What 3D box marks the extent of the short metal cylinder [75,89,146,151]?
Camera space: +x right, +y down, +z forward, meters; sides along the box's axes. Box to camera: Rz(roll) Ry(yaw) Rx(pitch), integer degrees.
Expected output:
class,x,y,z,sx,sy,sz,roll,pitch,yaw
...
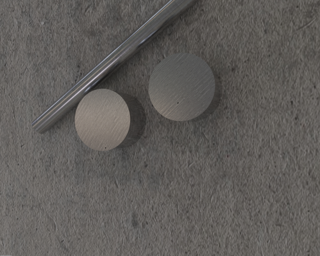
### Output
class,x,y,z,sx,sy,sz,roll,pitch,yaw
short metal cylinder,-0.066,-0.011,0.419,0.080,0.050,0.080,0,90,20

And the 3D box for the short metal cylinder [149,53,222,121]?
class,x,y,z,sx,sy,sz,roll,pitch,yaw
short metal cylinder,0.033,-0.048,0.384,0.080,0.050,0.080,0,90,20

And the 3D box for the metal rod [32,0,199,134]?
class,x,y,z,sx,sy,sz,roll,pitch,yaw
metal rod,-0.071,-0.088,0.433,0.300,0.025,0.025,-37,78,16
